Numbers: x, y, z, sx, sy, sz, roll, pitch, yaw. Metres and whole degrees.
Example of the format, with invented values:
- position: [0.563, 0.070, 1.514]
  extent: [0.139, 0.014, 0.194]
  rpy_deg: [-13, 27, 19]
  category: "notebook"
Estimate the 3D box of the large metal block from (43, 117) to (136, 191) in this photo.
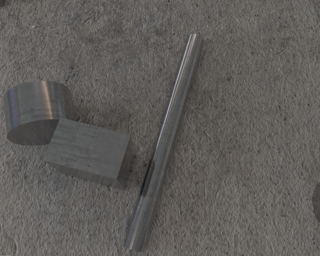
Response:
- position: [-0.077, 0.034, 0.366]
  extent: [0.080, 0.080, 0.050]
  rpy_deg: [14, 71, 5]
  category: "large metal block"

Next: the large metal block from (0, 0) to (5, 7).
- position: [-0.290, -0.234, 0.478]
  extent: [0.081, 0.050, 0.080]
  rpy_deg: [-4, 70, -2]
  category: "large metal block"

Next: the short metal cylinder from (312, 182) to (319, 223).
- position: [0.231, 0.090, 0.364]
  extent: [0.081, 0.050, 0.080]
  rpy_deg: [0, 70, 0]
  category: "short metal cylinder"

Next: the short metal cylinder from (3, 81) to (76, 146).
- position: [-0.147, -0.016, 0.384]
  extent: [0.081, 0.080, 0.050]
  rpy_deg: [-14, 71, -5]
  category: "short metal cylinder"

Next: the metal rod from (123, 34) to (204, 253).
- position: [0.011, 0.005, 0.406]
  extent: [0.025, 0.025, 0.299]
  rpy_deg: [15, 71, 5]
  category: "metal rod"
